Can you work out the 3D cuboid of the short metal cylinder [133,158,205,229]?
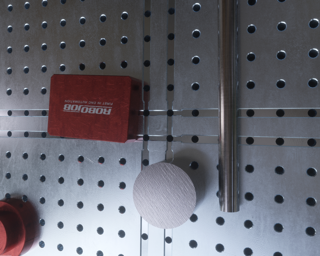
[{"bbox_3d":[0.013,0.081,0.395,0.080,0.050,0.080,0,90,20],"label":"short metal cylinder"}]

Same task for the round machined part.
[{"bbox_3d":[-0.253,0.165,0.493,0.098,0.042,0.097,0,90,20],"label":"round machined part"}]

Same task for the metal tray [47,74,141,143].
[{"bbox_3d":[-0.096,-0.029,0.444,0.130,0.030,0.089,5,92,19],"label":"metal tray"}]

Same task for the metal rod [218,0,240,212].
[{"bbox_3d":[0.084,-0.048,0.382,0.025,0.025,0.298,0,90,20],"label":"metal rod"}]
